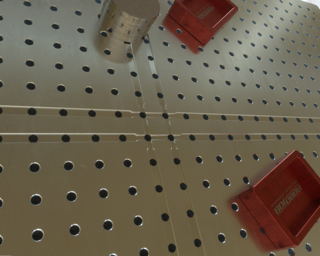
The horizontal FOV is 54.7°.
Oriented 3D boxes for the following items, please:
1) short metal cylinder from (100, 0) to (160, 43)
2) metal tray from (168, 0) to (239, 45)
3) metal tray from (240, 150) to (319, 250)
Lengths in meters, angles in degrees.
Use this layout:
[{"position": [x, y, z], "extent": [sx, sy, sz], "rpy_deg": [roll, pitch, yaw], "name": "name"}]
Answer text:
[{"position": [-0.047, -0.179, 0.476], "extent": [0.081, 0.050, 0.080], "rpy_deg": [14, 56, -21], "name": "short metal cylinder"}, {"position": [0.085, -0.222, 0.585], "extent": [0.090, 0.030, 0.131], "rpy_deg": [41, 51, 0], "name": "metal tray"}, {"position": [0.185, 0.098, 0.444], "extent": [0.131, 0.030, 0.090], "rpy_deg": [-27, 77, -37], "name": "metal tray"}]
